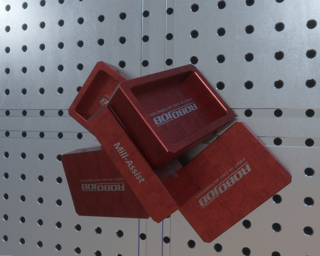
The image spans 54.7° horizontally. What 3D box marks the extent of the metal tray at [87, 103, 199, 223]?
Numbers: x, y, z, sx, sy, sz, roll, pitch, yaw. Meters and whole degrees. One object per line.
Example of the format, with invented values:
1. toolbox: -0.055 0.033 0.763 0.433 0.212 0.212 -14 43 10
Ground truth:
1. metal tray: -0.015 0.034 0.350 0.030 0.090 0.130 -40 78 15

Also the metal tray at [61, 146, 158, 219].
1. metal tray: -0.066 0.069 0.407 0.130 0.030 0.089 -9 98 34

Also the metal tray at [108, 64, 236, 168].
1. metal tray: 0.019 -0.021 0.350 0.090 0.131 0.030 53 134 12

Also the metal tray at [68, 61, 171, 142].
1. metal tray: -0.054 -0.020 0.427 0.130 0.030 0.090 38 102 15

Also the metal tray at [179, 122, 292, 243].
1. metal tray: 0.079 0.065 0.380 0.130 0.030 0.090 -43 77 14
